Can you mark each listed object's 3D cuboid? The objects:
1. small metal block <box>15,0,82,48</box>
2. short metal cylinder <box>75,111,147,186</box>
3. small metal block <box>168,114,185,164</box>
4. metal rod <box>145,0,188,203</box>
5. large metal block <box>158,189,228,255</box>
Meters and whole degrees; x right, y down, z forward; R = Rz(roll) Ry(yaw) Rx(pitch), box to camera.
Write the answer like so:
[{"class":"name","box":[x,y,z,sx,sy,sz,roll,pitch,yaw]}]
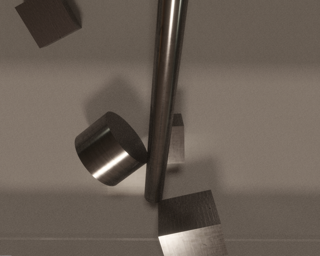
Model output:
[{"class":"small metal block","box":[-0.129,-0.128,0.362,0.050,0.025,0.050,-25,109,8]},{"class":"short metal cylinder","box":[-0.060,0.026,0.391,0.050,0.080,0.080,-37,106,12]},{"class":"small metal block","box":[0.017,0.013,0.403,0.025,0.050,0.050,-2,110,0]},{"class":"metal rod","box":[0.003,-0.024,0.321,0.025,0.025,0.298,4,129,-2]},{"class":"large metal block","box":[0.043,0.137,0.433,0.080,0.080,0.050,-13,110,4]}]
